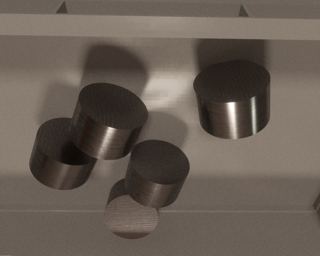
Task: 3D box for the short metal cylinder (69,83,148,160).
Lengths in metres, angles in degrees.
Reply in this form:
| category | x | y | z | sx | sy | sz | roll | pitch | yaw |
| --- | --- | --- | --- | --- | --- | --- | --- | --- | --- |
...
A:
| category | x | y | z | sx | sy | sz | roll | pitch | yaw |
| --- | --- | --- | --- | --- | --- | --- | --- | --- | --- |
| short metal cylinder | -0.061 | -0.009 | 0.365 | 0.081 | 0.080 | 0.050 | 17 | 128 | -15 |

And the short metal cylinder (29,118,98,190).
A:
| category | x | y | z | sx | sy | sz | roll | pitch | yaw |
| --- | --- | --- | --- | --- | --- | --- | --- | --- | --- |
| short metal cylinder | -0.121 | 0.032 | 0.399 | 0.081 | 0.080 | 0.050 | 19 | 127 | -16 |

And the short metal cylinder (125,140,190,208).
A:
| category | x | y | z | sx | sy | sz | roll | pitch | yaw |
| --- | --- | --- | --- | --- | --- | --- | --- | --- | --- |
| short metal cylinder | -0.005 | 0.062 | 0.426 | 0.081 | 0.080 | 0.050 | 10 | 129 | -9 |

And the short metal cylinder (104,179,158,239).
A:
| category | x | y | z | sx | sy | sz | roll | pitch | yaw |
| --- | --- | --- | --- | --- | --- | --- | --- | --- | --- |
| short metal cylinder | -0.043 | 0.124 | 0.482 | 0.081 | 0.050 | 0.079 | 0 | 111 | 0 |

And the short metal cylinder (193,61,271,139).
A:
| category | x | y | z | sx | sy | sz | roll | pitch | yaw |
| --- | --- | --- | --- | --- | --- | --- | --- | --- | --- |
| short metal cylinder | 0.081 | -0.033 | 0.346 | 0.080 | 0.080 | 0.050 | -10 | 130 | 7 |
